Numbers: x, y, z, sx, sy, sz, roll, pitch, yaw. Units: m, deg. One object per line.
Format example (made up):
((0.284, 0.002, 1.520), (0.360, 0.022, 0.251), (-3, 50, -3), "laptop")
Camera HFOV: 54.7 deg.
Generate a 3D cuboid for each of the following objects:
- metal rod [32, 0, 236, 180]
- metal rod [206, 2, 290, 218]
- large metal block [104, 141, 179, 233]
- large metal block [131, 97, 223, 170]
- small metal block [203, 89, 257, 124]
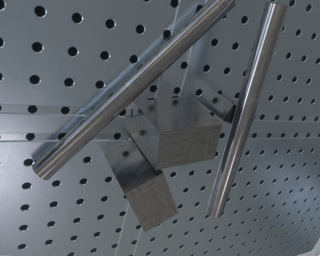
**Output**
((-0.031, -0.049, 0.363), (0.300, 0.025, 0.025), (-43, 129, 1), "metal rod")
((0.104, -0.003, 0.401), (0.025, 0.025, 0.298), (-5, 121, -26), "metal rod")
((-0.024, 0.074, 0.408), (0.050, 0.080, 0.080), (-28, 128, -11), "large metal block")
((0.017, 0.002, 0.386), (0.081, 0.080, 0.050), (-7, 122, -25), "large metal block")
((0.097, -0.025, 0.432), (0.050, 0.050, 0.025), (20, 108, -36), "small metal block")
